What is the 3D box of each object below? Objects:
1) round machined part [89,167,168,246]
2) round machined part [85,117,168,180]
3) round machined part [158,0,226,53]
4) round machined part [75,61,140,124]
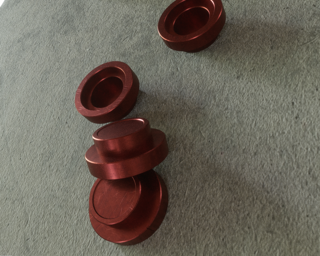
[{"bbox_3d":[-0.043,0.084,0.365,0.098,0.042,0.098,-13,56,21],"label":"round machined part"},{"bbox_3d":[-0.042,0.019,0.371,0.098,0.042,0.098,-12,19,4],"label":"round machined part"},{"bbox_3d":[0.050,-0.151,0.460,0.098,0.042,0.098,-13,56,21],"label":"round machined part"},{"bbox_3d":[-0.074,-0.048,0.461,0.098,0.042,0.098,-13,56,21],"label":"round machined part"}]
